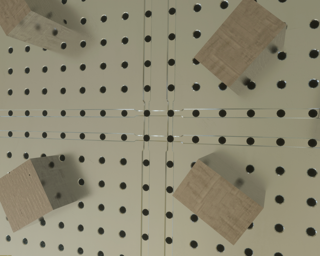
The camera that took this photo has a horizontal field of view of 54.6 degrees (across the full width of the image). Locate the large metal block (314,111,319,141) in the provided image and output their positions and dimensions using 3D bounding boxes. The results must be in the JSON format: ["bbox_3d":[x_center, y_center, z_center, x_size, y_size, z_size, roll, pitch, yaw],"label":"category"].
[{"bbox_3d":[0.215,-0.018,0.323,0.080,0.050,0.080,11,94,19],"label":"large metal block"}]

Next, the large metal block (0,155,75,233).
[{"bbox_3d":[-0.189,0.097,0.467,0.080,0.050,0.080,-31,80,17],"label":"large metal block"}]

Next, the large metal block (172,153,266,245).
[{"bbox_3d":[0.071,0.076,0.358,0.080,0.080,0.050,37,102,16],"label":"large metal block"}]

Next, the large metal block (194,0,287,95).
[{"bbox_3d":[0.093,-0.087,0.351,0.050,0.080,0.080,45,104,14],"label":"large metal block"}]

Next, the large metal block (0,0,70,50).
[{"bbox_3d":[-0.194,-0.170,0.453,0.050,0.080,0.080,-37,78,16],"label":"large metal block"}]
